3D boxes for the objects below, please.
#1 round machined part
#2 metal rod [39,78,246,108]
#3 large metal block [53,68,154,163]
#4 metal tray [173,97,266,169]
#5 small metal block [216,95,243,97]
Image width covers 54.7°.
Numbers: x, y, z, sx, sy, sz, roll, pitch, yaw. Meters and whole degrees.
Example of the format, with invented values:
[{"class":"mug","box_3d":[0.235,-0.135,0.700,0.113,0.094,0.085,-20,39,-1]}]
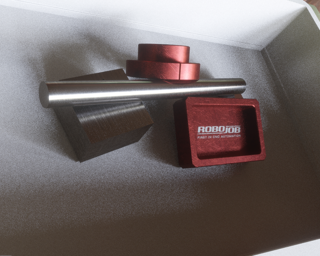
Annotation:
[{"class":"round machined part","box_3d":[0.005,-0.089,0.413,0.099,0.098,0.042,-5,105,-31]},{"class":"metal rod","box_3d":[0.008,-0.048,0.381,0.302,0.025,0.025,-8,66,-40]},{"class":"large metal block","box_3d":[-0.068,-0.017,0.361,0.081,0.050,0.080,-20,72,-36]},{"class":"metal tray","box_3d":[0.085,0.005,0.427,0.131,0.030,0.089,-1,82,-30]},{"class":"small metal block","box_3d":[0.101,-0.048,0.489,0.050,0.025,0.050,-12,68,-34]}]
